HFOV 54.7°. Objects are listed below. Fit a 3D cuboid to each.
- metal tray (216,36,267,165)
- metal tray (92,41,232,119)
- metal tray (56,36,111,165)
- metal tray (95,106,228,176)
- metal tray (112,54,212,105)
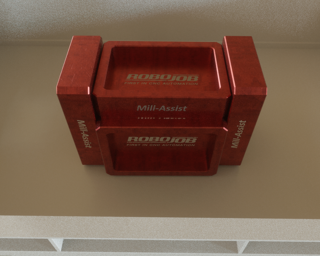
[{"bbox_3d":[0.084,-0.027,0.357,0.030,0.129,0.090,1,51,1],"label":"metal tray"},{"bbox_3d":[0.002,-0.053,0.327,0.131,0.030,0.090,1,50,0],"label":"metal tray"},{"bbox_3d":[-0.079,-0.028,0.357,0.030,0.129,0.090,0,51,0],"label":"metal tray"},{"bbox_3d":[0.002,0.017,0.344,0.131,0.089,0.030,0,50,0],"label":"metal tray"},{"bbox_3d":[0.003,-0.052,0.402,0.131,0.090,0.030,0,51,0],"label":"metal tray"}]
